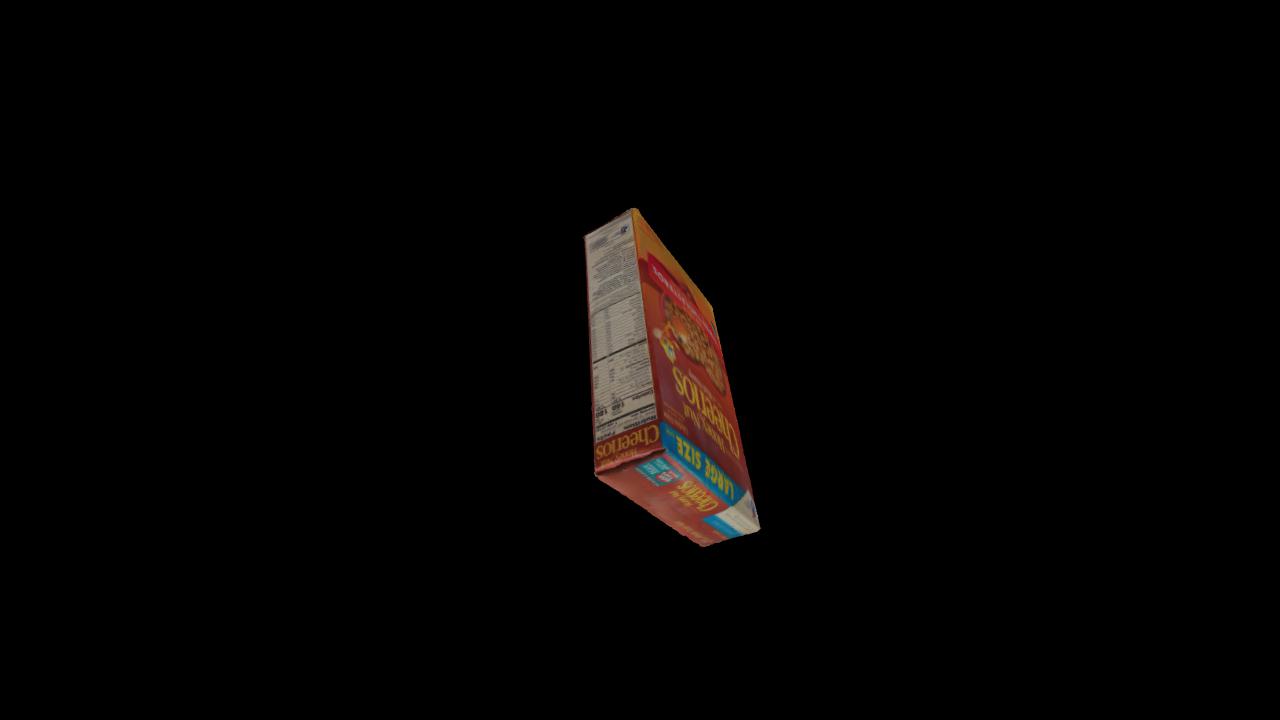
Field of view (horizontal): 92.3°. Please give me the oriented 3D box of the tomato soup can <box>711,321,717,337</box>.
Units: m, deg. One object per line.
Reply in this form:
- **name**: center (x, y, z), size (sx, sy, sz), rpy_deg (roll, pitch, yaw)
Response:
- **tomato soup can**: center (0.037, -0.020, 0.726), size (0.068, 0.068, 0.101), rpy_deg (0, 11, 45)

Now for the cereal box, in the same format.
- **cereal box**: center (0.030, 0.016, 0.641), size (0.081, 0.306, 0.203), rpy_deg (-24, -42, 20)
